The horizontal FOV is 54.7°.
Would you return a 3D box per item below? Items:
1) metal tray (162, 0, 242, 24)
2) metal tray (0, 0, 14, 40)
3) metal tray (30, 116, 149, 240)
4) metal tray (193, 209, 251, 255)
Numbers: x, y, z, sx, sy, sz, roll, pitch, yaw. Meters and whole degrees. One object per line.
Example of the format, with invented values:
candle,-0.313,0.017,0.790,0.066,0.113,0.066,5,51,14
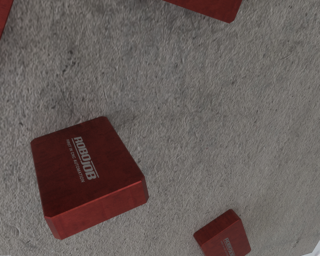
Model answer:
metal tray,0.036,-0.170,0.318,0.131,0.030,0.089,6,116,-31
metal tray,-0.194,-0.095,0.238,0.131,0.030,0.089,16,110,-35
metal tray,-0.078,0.042,0.322,0.091,0.130,0.030,-20,126,-17
metal tray,0.127,0.228,0.614,0.090,0.030,0.130,-32,129,-8
